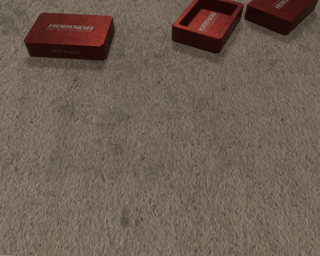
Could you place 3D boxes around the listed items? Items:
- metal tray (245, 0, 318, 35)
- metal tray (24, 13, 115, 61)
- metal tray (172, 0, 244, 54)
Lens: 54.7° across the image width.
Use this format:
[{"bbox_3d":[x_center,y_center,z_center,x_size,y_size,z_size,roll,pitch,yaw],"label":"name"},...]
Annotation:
[{"bbox_3d":[0.237,-0.235,0.601,0.090,0.030,0.131,34,57,24],"label":"metal tray"},{"bbox_3d":[-0.151,-0.158,0.531,0.131,0.030,0.090,4,50,2],"label":"metal tray"},{"bbox_3d":[0.088,-0.194,0.563,0.090,0.030,0.130,21,53,16],"label":"metal tray"}]
